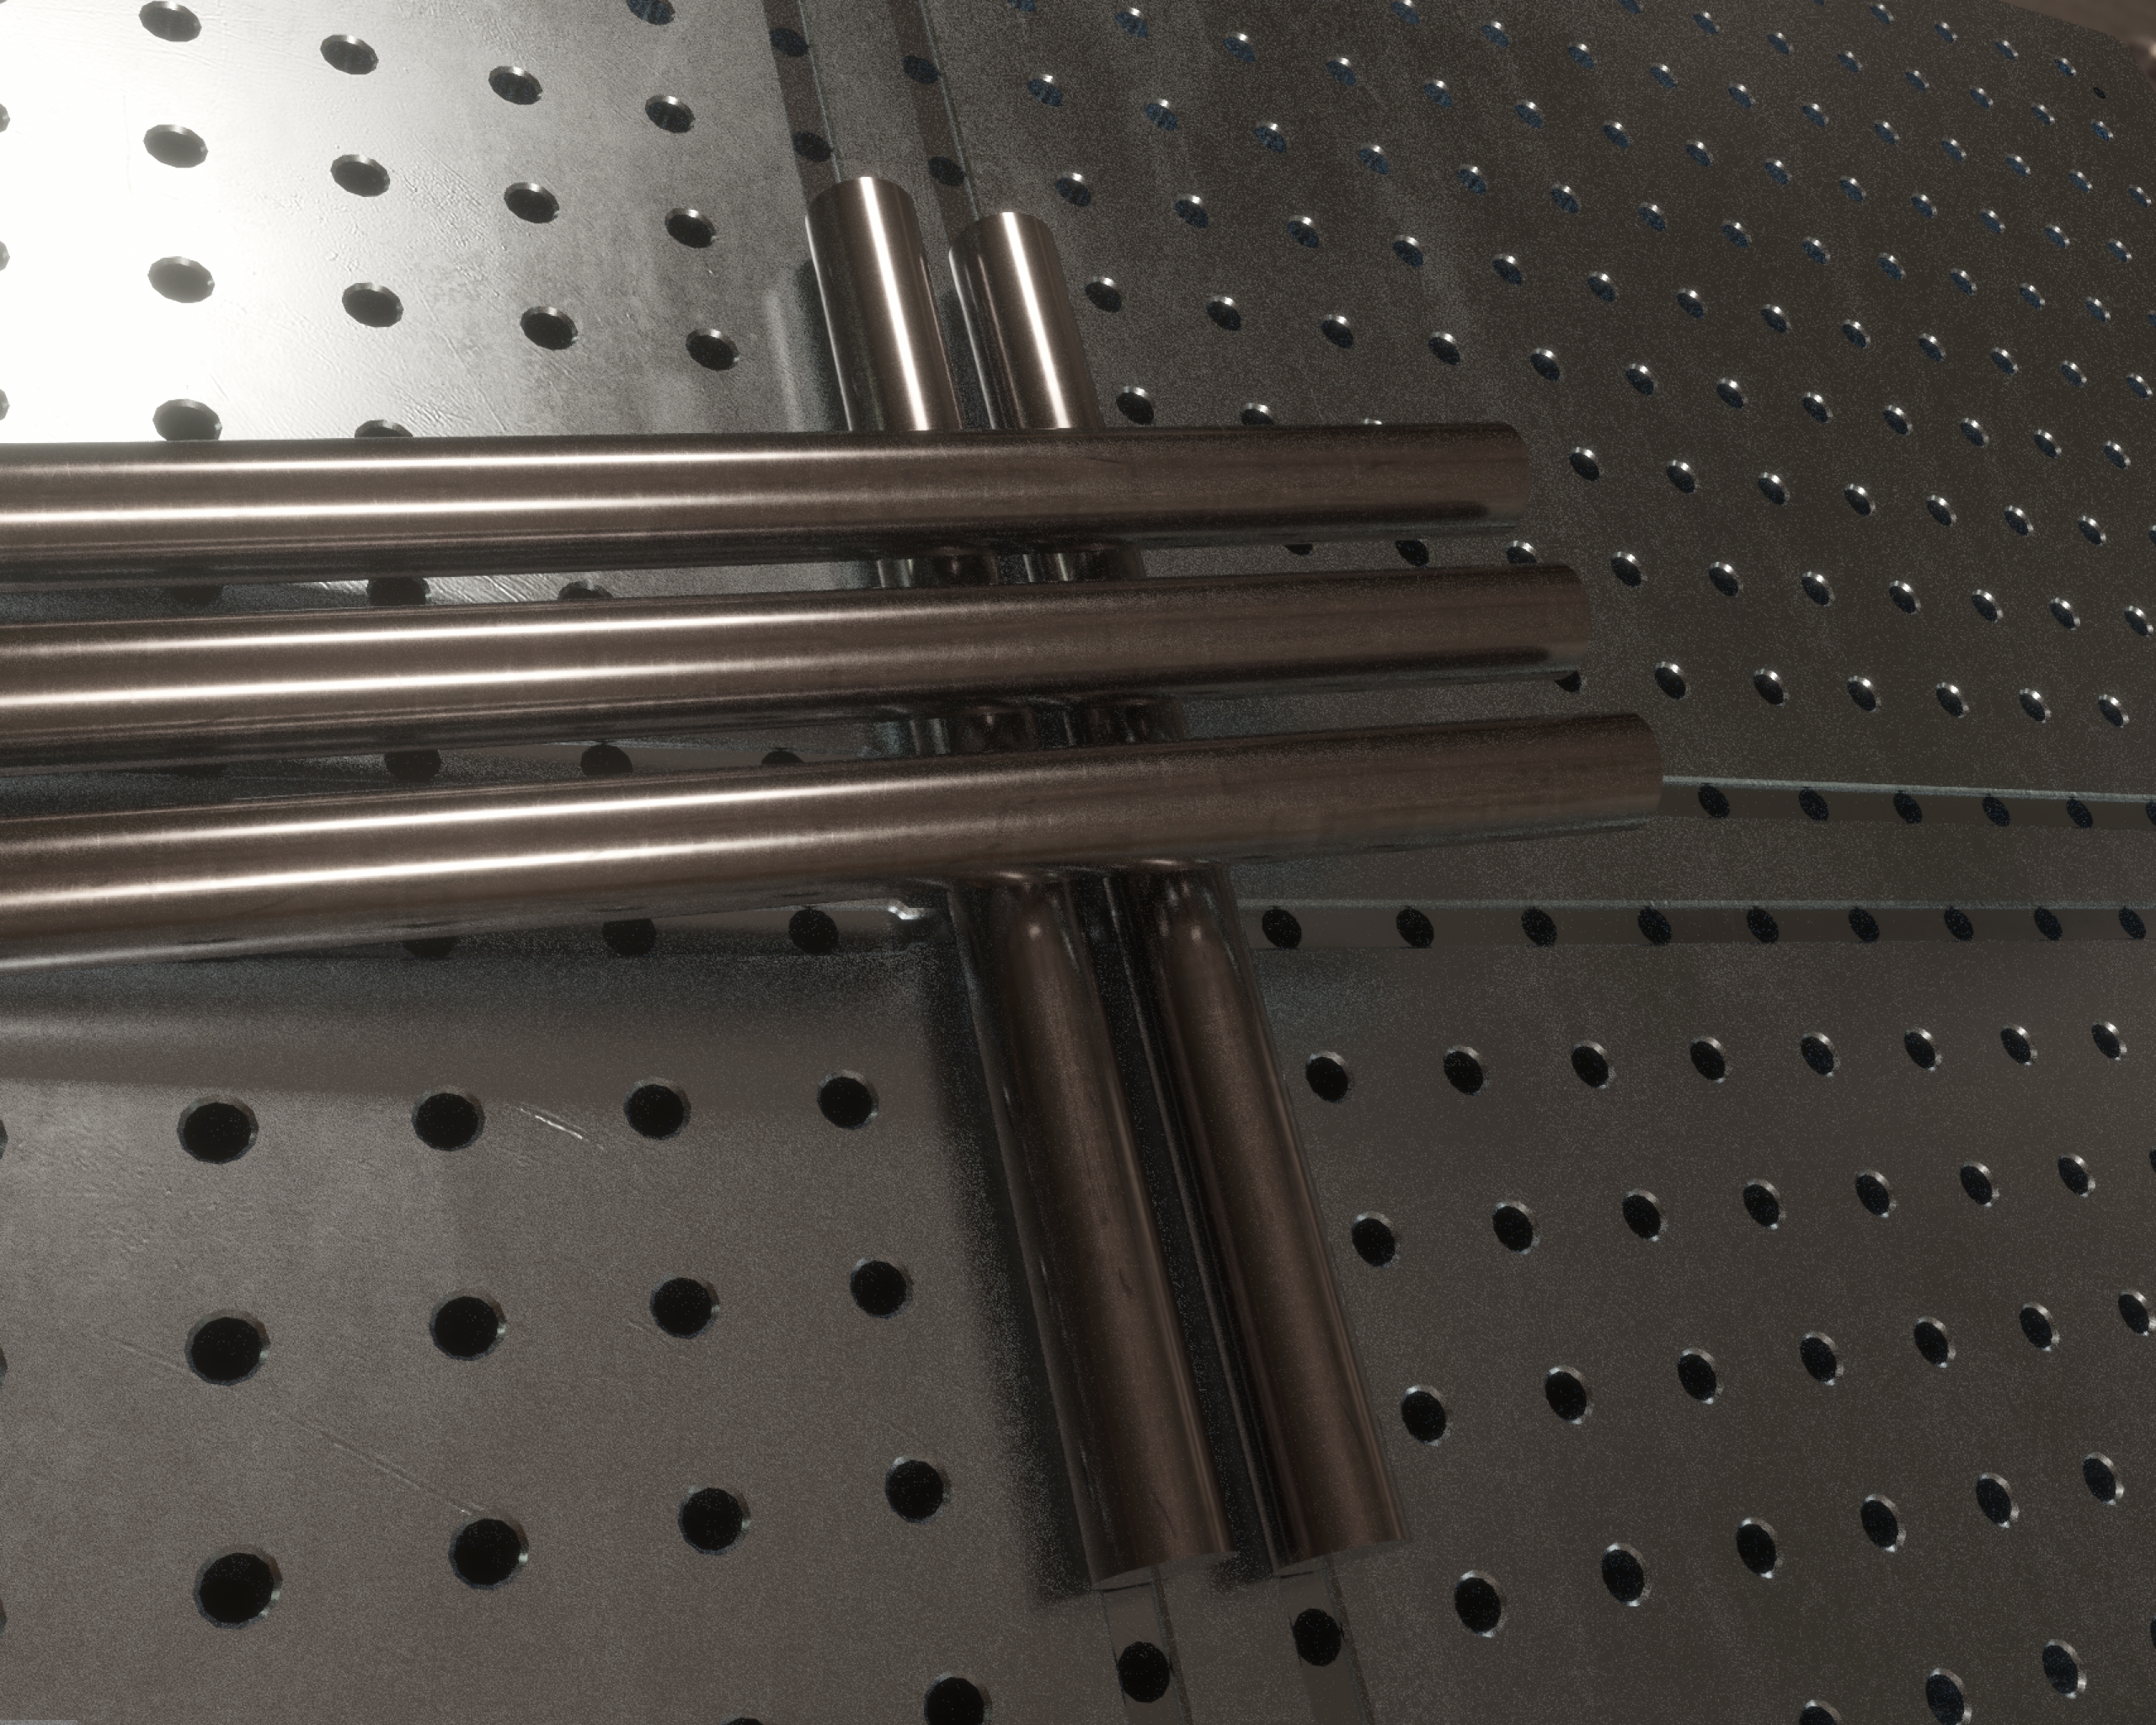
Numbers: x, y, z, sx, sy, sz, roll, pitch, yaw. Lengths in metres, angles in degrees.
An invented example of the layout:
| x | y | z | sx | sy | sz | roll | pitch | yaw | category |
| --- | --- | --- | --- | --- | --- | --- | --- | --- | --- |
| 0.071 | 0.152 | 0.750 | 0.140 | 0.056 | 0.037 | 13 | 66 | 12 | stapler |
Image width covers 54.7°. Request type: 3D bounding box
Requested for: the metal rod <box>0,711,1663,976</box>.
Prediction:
| x | y | z | sx | sy | sz | roll | pitch | yaw | category |
| --- | --- | --- | --- | --- | --- | --- | --- | --- | --- |
| -0.029 | -0.007 | 0.371 | 0.303 | 0.025 | 0.025 | -5 | 64 | -21 | metal rod |

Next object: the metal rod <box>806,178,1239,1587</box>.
| x | y | z | sx | sy | sz | roll | pitch | yaw | category |
| --- | --- | --- | --- | --- | --- | --- | --- | --- | --- |
| -0.017 | -0.014 | 0.409 | 0.025 | 0.025 | 0.299 | 1 | 61 | -28 | metal rod |

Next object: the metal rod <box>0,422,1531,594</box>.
| x | y | z | sx | sy | sz | roll | pitch | yaw | category |
| --- | --- | --- | --- | --- | --- | --- | --- | --- | --- |
| -0.047 | -0.070 | 0.400 | 0.303 | 0.025 | 0.025 | -6 | 65 | -22 | metal rod |

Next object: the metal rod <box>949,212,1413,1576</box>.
| x | y | z | sx | sy | sz | roll | pitch | yaw | category |
| --- | --- | --- | --- | --- | --- | --- | --- | --- | --- |
| 0.014 | -0.011 | 0.424 | 0.025 | 0.025 | 0.299 | 1 | 61 | -28 | metal rod |

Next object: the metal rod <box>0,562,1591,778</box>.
| x | y | z | sx | sy | sz | roll | pitch | yaw | category |
| --- | --- | --- | --- | --- | --- | --- | --- | --- | --- |
| -0.038 | -0.038 | 0.386 | 0.303 | 0.025 | 0.025 | -5 | 64 | -22 | metal rod |
